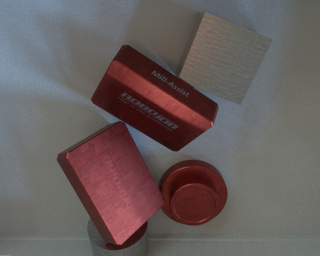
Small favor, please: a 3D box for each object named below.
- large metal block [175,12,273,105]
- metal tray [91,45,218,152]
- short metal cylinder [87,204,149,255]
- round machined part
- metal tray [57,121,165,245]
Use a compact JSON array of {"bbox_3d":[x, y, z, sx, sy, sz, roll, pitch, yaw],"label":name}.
[{"bbox_3d":[0.071,-0.083,0.368,0.080,0.050,0.079,19,109,-8],"label":"large metal block"},{"bbox_3d":[-0.008,-0.029,0.372,0.130,0.030,0.090,32,144,-12],"label":"metal tray"},{"bbox_3d":[-0.056,0.149,0.431,0.081,0.080,0.050,-1,125,0],"label":"short metal cylinder"},{"bbox_3d":[0.047,0.098,0.439,0.099,0.042,0.097,0,110,-1],"label":"round machined part"},{"bbox_3d":[-0.058,0.068,0.394,0.030,0.091,0.129,-13,108,50],"label":"metal tray"}]
